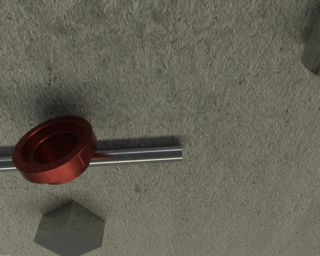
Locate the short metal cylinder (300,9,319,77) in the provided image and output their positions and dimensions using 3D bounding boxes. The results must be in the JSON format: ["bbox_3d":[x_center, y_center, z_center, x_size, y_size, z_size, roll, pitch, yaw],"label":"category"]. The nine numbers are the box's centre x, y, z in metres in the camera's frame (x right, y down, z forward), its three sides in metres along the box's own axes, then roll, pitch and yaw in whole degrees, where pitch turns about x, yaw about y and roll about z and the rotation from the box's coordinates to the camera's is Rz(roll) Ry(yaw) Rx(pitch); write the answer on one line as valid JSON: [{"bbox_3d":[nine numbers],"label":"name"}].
[{"bbox_3d":[0.188,-0.082,0.303,0.081,0.080,0.050,4,130,-3],"label":"short metal cylinder"}]

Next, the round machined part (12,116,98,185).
[{"bbox_3d":[-0.125,0.032,0.385,0.098,0.098,0.042,-9,130,7],"label":"round machined part"}]

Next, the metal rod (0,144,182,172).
[{"bbox_3d":[-0.120,0.044,0.443,0.302,0.025,0.025,-4,130,3],"label":"metal rod"}]

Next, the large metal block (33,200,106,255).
[{"bbox_3d":[-0.156,0.181,0.543,0.080,0.050,0.080,-30,124,22],"label":"large metal block"}]
